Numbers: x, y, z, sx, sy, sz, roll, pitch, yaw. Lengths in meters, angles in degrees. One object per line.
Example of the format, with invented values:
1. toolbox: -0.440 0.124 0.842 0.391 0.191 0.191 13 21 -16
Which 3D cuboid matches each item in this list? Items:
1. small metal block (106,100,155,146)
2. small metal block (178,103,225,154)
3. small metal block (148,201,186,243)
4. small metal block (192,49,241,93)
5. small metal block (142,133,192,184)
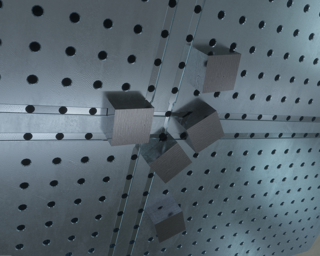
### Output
1. small metal block: -0.038 -0.007 0.387 0.050 0.025 0.050 -4 120 -27
2. small metal block: 0.060 0.001 0.447 0.050 0.025 0.050 -33 129 -8
3. small metal block: 0.012 0.157 0.517 0.050 0.025 0.050 -22 127 -15
4. small metal block: 0.074 -0.075 0.407 0.050 0.025 0.050 -9 123 -24
5. small metal block: 0.011 0.045 0.447 0.050 0.025 0.050 -39 130 -2
